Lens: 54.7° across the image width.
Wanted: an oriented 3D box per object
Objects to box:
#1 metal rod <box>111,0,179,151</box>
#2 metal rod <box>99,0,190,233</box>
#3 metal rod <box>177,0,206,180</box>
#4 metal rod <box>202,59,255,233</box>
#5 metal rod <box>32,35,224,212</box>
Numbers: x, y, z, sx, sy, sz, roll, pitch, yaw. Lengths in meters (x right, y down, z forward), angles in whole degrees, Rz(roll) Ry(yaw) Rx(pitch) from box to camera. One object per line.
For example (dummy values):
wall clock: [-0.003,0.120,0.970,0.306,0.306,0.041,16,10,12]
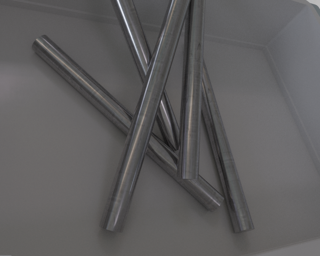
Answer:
metal rod: [-0.030,-0.111,0.374,0.025,0.025,0.298,-30,105,-37]
metal rod: [-0.010,-0.036,0.353,0.025,0.025,0.299,20,76,-17]
metal rod: [0.042,-0.087,0.388,0.025,0.025,0.299,9,78,-24]
metal rod: [0.080,-0.004,0.450,0.025,0.025,0.299,3,60,-27]
metal rod: [-0.040,-0.006,0.387,0.300,0.025,0.025,42,51,1]
